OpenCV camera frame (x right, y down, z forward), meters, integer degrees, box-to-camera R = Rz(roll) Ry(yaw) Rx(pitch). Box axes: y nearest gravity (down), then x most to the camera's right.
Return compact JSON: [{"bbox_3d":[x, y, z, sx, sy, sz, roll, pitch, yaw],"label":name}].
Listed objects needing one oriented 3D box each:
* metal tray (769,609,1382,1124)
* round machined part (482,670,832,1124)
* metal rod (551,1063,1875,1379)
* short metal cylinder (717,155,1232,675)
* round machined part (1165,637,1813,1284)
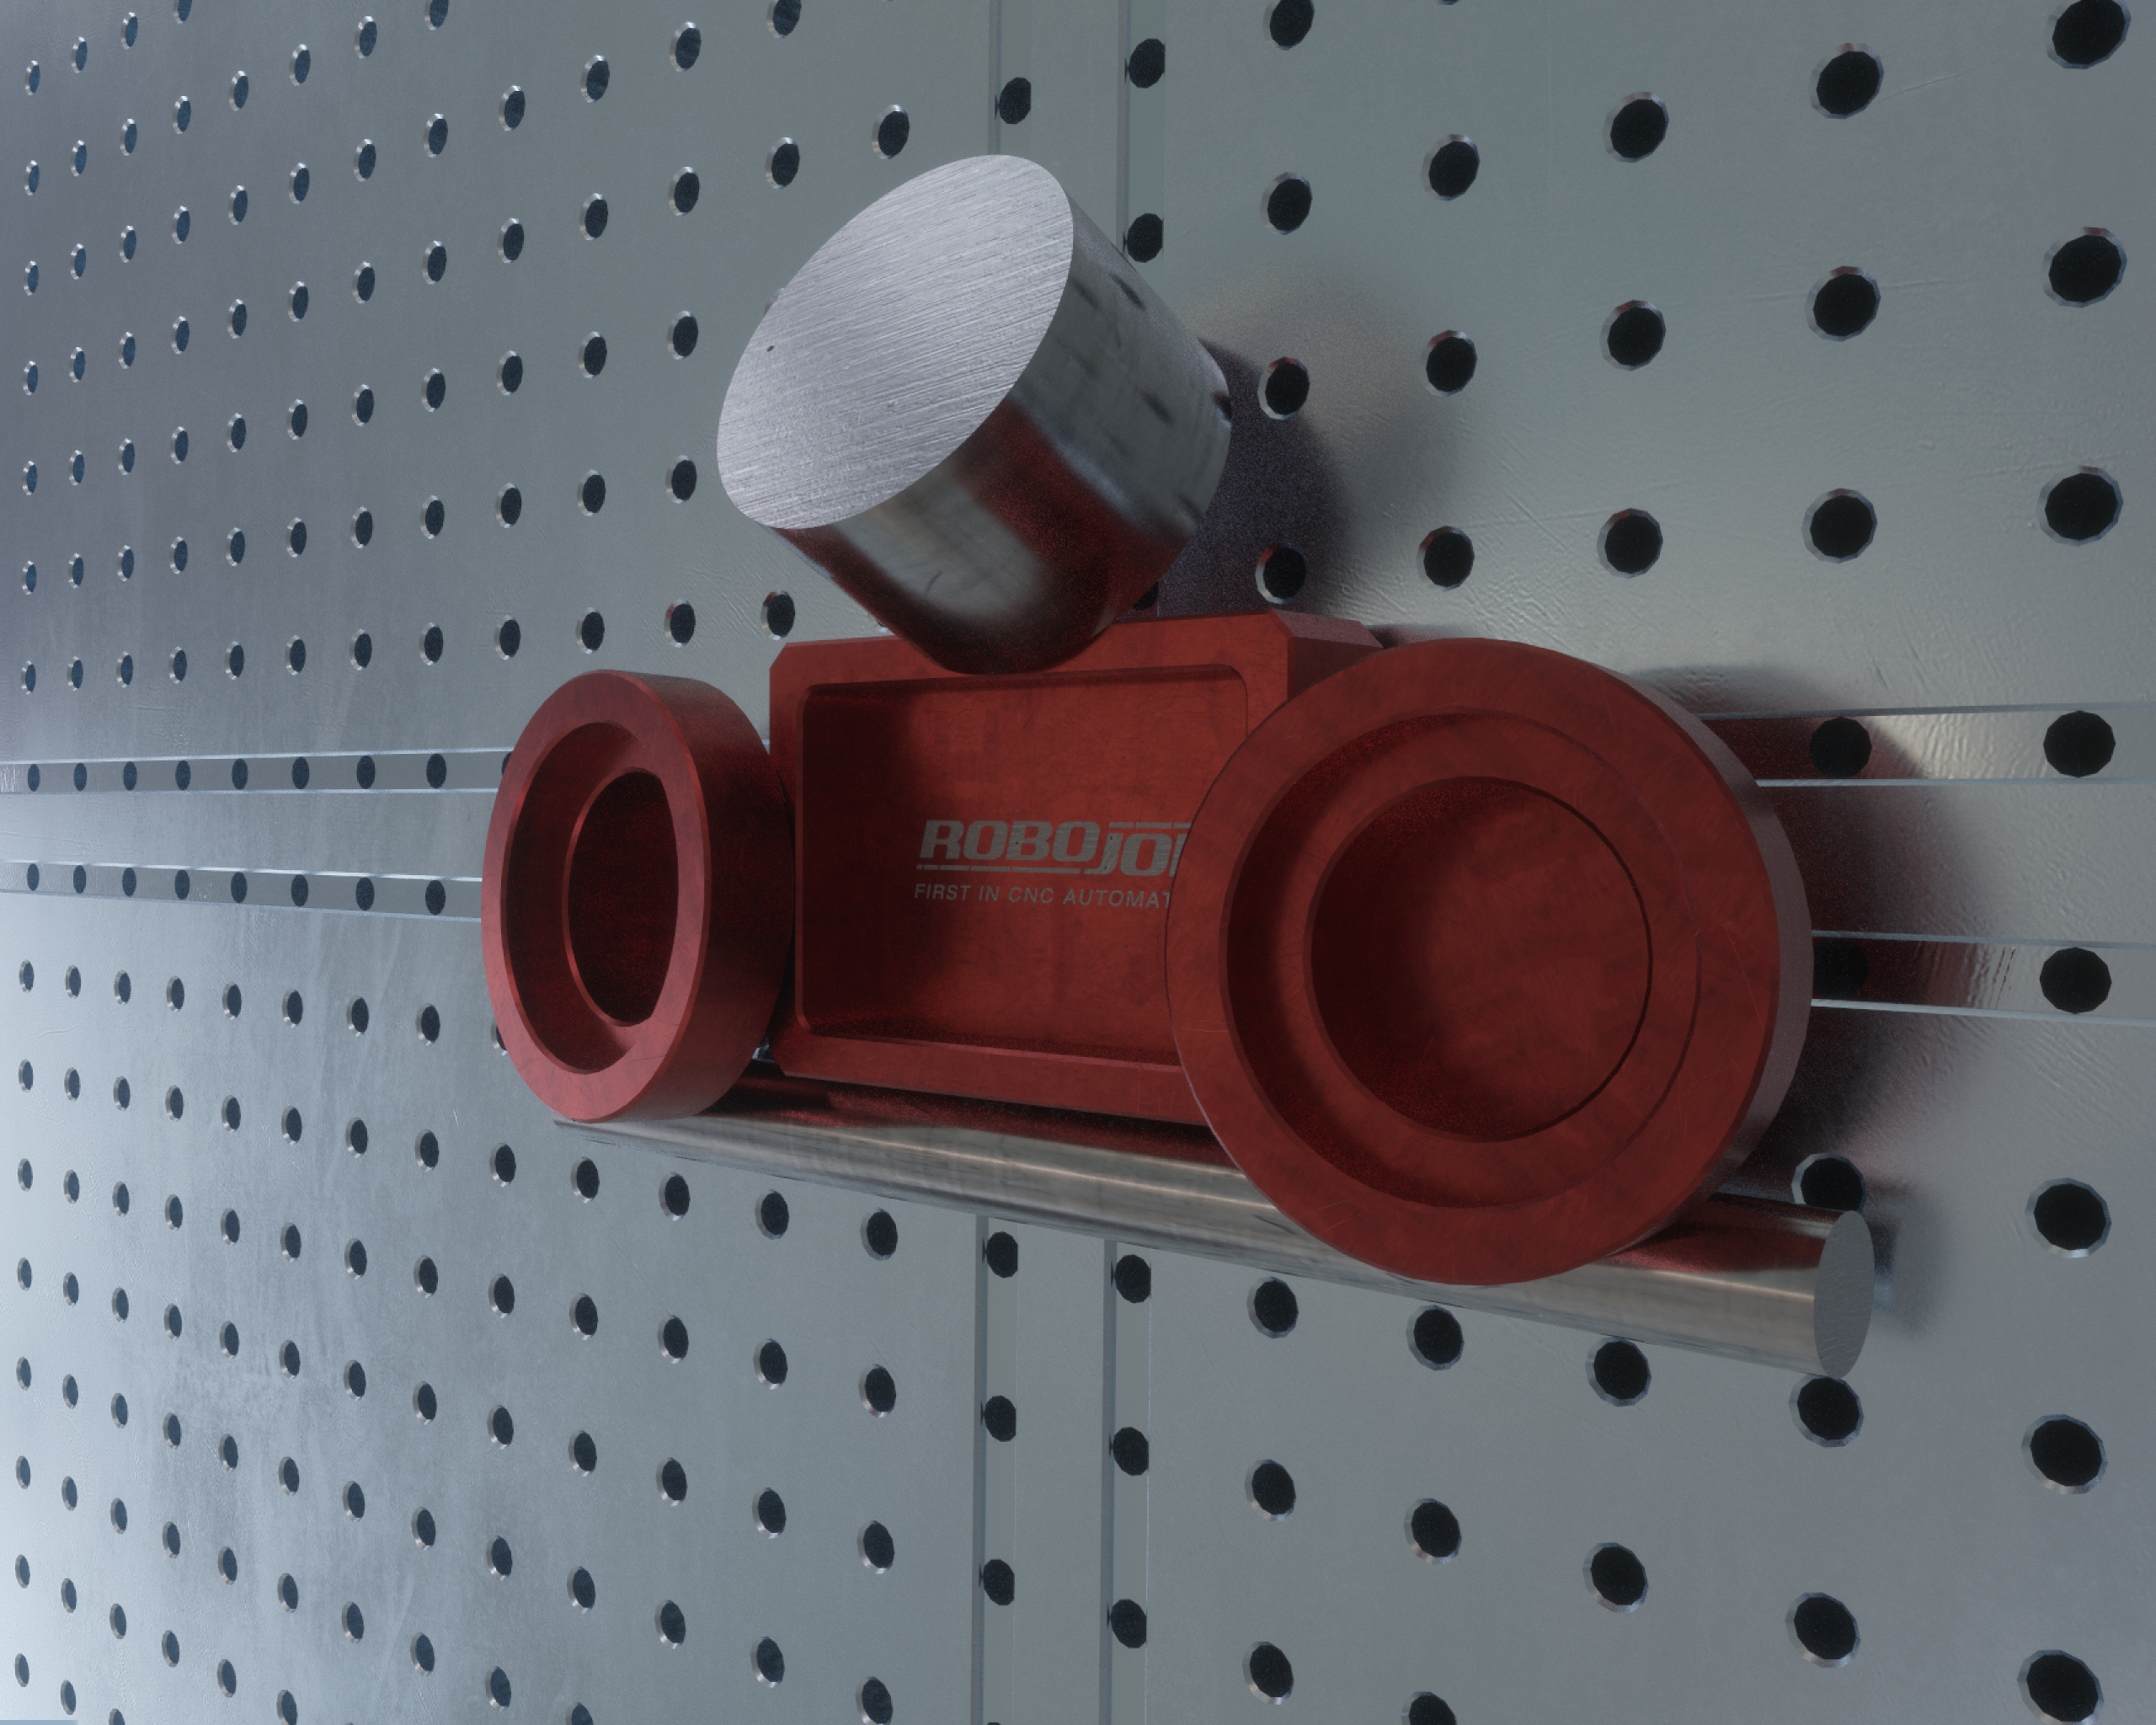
[{"bbox_3d":[-0.005,0.000,0.404,0.130,0.030,0.089,1,91,39],"label":"metal tray"},{"bbox_3d":[-0.090,0.008,0.461,0.098,0.042,0.097,-4,84,48],"label":"round machined part"},{"bbox_3d":[-0.002,0.059,0.405,0.300,0.025,0.025,3,92,39],"label":"metal rod"},{"bbox_3d":[-0.019,-0.082,0.385,0.080,0.050,0.080,-20,52,29],"label":"short metal cylinder"},{"bbox_3d":[0.067,0.015,0.332,0.098,0.042,0.097,-1,88,32],"label":"round machined part"}]
